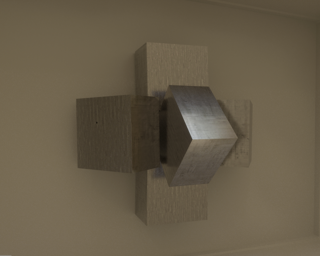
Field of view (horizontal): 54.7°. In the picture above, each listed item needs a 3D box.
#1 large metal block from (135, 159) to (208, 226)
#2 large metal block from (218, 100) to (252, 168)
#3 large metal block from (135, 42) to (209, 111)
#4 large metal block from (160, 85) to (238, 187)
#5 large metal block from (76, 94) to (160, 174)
[{"bbox_3d":[0.014,0.076,0.401,0.081,0.050,0.080,1,90,-20],"label":"large metal block"},{"bbox_3d":[0.093,0.006,0.407,0.050,0.080,0.080,1,90,19],"label":"large metal block"},{"bbox_3d":[0.015,-0.062,0.398,0.081,0.050,0.080,-2,91,-20],"label":"large metal block"},{"bbox_3d":[0.033,0.009,0.350,0.050,0.079,0.080,-1,47,-21],"label":"large metal block"},{"bbox_3d":[-0.048,0.006,0.354,0.050,0.080,0.079,-3,92,-57],"label":"large metal block"}]
